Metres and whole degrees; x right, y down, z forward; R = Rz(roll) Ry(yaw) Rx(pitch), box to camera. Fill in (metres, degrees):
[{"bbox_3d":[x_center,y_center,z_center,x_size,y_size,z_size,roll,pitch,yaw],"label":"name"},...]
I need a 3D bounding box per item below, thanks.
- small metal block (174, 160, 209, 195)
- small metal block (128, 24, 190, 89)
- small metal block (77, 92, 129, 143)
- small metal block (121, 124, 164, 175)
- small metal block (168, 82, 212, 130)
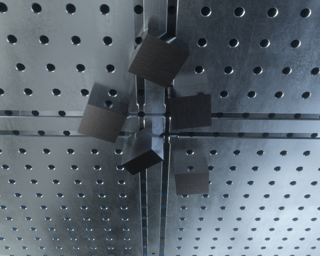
[{"bbox_3d":[0.049,0.077,0.478,0.050,0.025,0.050,-4,130,3],"label":"small metal block"},{"bbox_3d":[-0.002,-0.079,0.345,0.050,0.025,0.050,21,127,-18],"label":"small metal block"},{"bbox_3d":[-0.074,-0.012,0.400,0.050,0.025,0.050,18,128,-15],"label":"small metal block"},{"bbox_3d":[-0.023,0.029,0.420,0.050,0.050,0.025,-29,125,22],"label":"small metal block"},{"bbox_3d":[0.038,-0.027,0.389,0.050,0.025,0.050,-6,130,4],"label":"small metal block"}]
